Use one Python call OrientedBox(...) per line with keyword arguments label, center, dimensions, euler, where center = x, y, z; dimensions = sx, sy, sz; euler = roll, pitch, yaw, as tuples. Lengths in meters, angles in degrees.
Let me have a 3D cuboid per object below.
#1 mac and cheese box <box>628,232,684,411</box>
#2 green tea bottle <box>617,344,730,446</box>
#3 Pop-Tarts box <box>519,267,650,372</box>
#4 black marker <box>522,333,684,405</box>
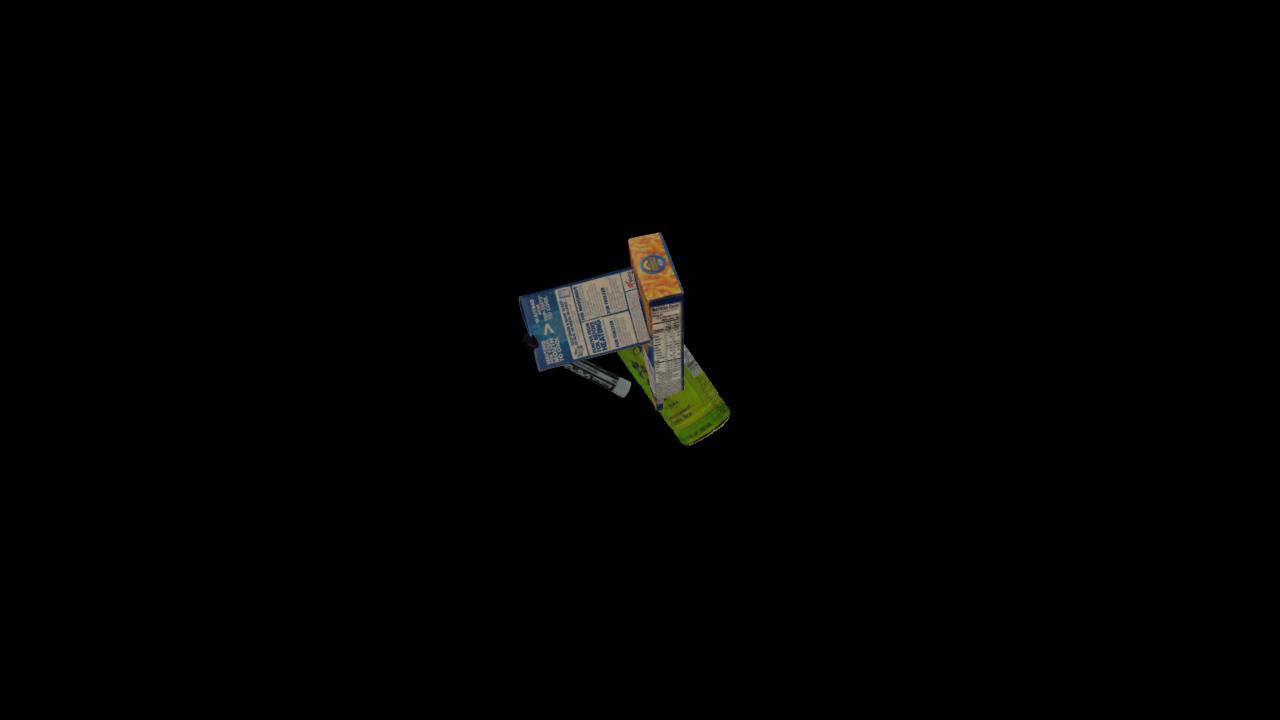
OrientedBox(label="mac and cheese box", center=(0.020, -0.035, 0.659), dimensions=(0.041, 0.093, 0.184), euler=(-11, -39, -4))
OrientedBox(label="green tea bottle", center=(0.019, -0.004, 0.711), dimensions=(0.073, 0.212, 0.073), euler=(-34, 0, 0))
OrientedBox(label="Pop-Tarts box", center=(-0.040, -0.048, 0.693), dimensions=(0.141, 0.083, 0.167), euler=(-15, 2, 5))
OrientedBox(label="black marker", center=(-0.065, 0.005, 0.636), dimensions=(0.121, 0.020, 0.020), euler=(28, -7, -13))
